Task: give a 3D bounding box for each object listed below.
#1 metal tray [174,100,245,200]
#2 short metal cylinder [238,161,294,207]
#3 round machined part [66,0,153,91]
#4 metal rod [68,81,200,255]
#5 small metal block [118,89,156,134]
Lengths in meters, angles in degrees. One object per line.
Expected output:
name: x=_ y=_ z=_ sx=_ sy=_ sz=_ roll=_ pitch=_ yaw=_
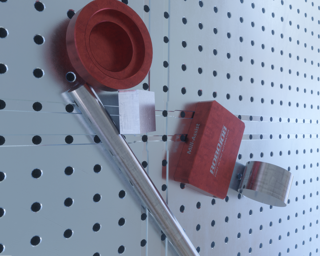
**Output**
metal tray: x=0.080 y=0.034 z=0.476 sx=0.090 sy=0.030 sz=0.130 roll=31 pitch=71 yaw=-36
short metal cylinder: x=0.180 y=0.096 z=0.528 sx=0.080 sy=0.080 sz=0.050 roll=35 pitch=68 yaw=-35
round machined part: x=-0.059 y=-0.089 z=0.348 sx=0.099 sy=0.042 sz=0.097 roll=3 pitch=86 yaw=-41
metal rod: x=-0.020 y=0.074 z=0.393 sx=0.025 sy=0.025 sz=0.299 roll=-45 pitch=117 yaw=-31
small metal block: x=-0.027 y=-0.019 z=0.375 sx=0.050 sy=0.025 sz=0.050 roll=-9 pitch=97 yaw=-70
